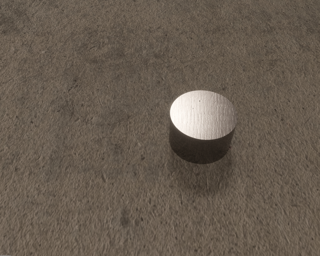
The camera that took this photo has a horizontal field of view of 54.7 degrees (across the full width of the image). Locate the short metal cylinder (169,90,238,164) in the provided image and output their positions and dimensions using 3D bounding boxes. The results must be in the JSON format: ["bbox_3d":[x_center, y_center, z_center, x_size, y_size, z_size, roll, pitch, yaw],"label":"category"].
[{"bbox_3d":[0.052,-0.002,0.389,0.081,0.050,0.080,0,50,0],"label":"short metal cylinder"}]
